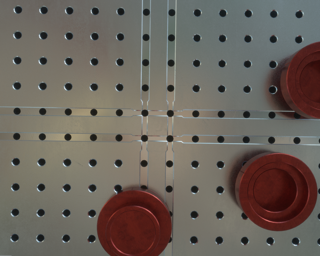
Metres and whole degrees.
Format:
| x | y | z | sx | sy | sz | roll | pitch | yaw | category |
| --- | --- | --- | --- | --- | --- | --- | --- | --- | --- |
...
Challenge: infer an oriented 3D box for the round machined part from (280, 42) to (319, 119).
| x | y | z | sx | sy | sz | roll | pitch | yaw | category |
| --- | --- | --- | --- | --- | --- | --- | --- | --- | --- |
| 0.206 | -0.060 | 0.406 | 0.099 | 0.042 | 0.097 | 0 | 90 | 0 | round machined part |

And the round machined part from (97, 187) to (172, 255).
| x | y | z | sx | sy | sz | roll | pitch | yaw | category |
| --- | --- | --- | --- | --- | --- | --- | --- | --- | --- |
| -0.034 | 0.130 | 0.405 | 0.099 | 0.042 | 0.097 | 0 | 90 | 0 | round machined part |

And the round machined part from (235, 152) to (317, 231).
| x | y | z | sx | sy | sz | roll | pitch | yaw | category |
| --- | --- | --- | --- | --- | --- | --- | --- | --- | --- |
| 0.147 | 0.080 | 0.406 | 0.099 | 0.042 | 0.097 | 0 | 90 | 0 | round machined part |
